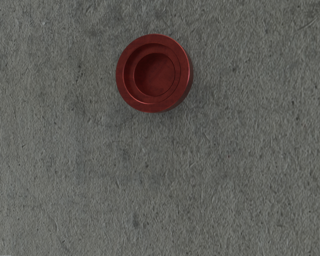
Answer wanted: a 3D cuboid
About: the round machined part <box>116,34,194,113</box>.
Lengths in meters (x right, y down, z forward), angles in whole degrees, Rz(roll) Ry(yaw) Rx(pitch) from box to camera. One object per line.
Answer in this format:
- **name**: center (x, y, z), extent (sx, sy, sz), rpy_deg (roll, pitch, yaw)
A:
- **round machined part**: center (-0.004, -0.068, 0.402), extent (0.098, 0.042, 0.097), rpy_deg (0, 90, 20)
